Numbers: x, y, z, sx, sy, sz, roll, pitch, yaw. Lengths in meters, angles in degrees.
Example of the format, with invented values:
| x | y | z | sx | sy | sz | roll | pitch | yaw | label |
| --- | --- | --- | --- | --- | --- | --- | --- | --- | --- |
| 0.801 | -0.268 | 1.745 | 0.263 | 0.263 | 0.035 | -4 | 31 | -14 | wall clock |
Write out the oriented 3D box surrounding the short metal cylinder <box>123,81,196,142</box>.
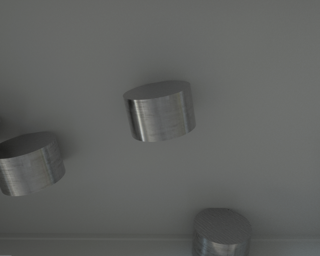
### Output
| x | y | z | sx | sy | sz | roll | pitch | yaw | label |
| --- | --- | --- | --- | --- | --- | --- | --- | --- | --- |
| 0.000 | -0.023 | 0.374 | 0.080 | 0.080 | 0.050 | -9 | 110 | 3 | short metal cylinder |

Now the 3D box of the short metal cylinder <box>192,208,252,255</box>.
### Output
| x | y | z | sx | sy | sz | roll | pitch | yaw | label |
| --- | --- | --- | --- | --- | --- | --- | --- | --- | --- |
| 0.087 | 0.159 | 0.442 | 0.081 | 0.080 | 0.050 | 1 | 110 | -1 | short metal cylinder |

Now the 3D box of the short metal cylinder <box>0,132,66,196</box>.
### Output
| x | y | z | sx | sy | sz | roll | pitch | yaw | label |
| --- | --- | --- | --- | --- | --- | --- | --- | --- | --- |
| -0.168 | 0.043 | 0.396 | 0.080 | 0.080 | 0.050 | -8 | 110 | 2 | short metal cylinder |
